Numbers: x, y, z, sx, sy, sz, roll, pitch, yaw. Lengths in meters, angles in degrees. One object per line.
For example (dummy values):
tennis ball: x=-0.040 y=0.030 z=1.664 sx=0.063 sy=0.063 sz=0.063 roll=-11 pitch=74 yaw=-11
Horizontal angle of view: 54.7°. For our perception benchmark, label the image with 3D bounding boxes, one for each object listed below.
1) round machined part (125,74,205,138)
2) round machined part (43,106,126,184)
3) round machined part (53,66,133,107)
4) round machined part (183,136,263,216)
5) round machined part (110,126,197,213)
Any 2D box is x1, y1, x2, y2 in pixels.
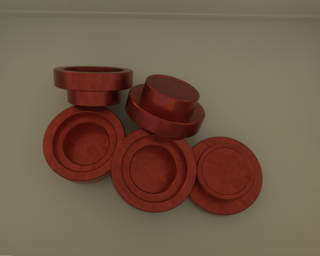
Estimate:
round machined part: x=0.010 y=-0.033 z=0.382 sx=0.099 sy=0.042 sz=0.098 roll=15 pitch=30 yaw=-8
round machined part: x=-0.090 y=0.022 z=0.389 sx=0.099 sy=0.042 sz=0.098 roll=0 pitch=70 yaw=-1
round machined part: x=-0.084 y=-0.054 z=0.399 sx=0.099 sy=0.098 sz=0.042 roll=3 pitch=106 yaw=0
round machined part: x=0.077 y=0.056 z=0.379 sx=0.099 sy=0.042 sz=0.098 roll=0 pitch=70 yaw=-1
round machined part: x=-0.010 y=0.050 z=0.368 sx=0.099 sy=0.042 sz=0.098 roll=3 pitch=76 yaw=-13
